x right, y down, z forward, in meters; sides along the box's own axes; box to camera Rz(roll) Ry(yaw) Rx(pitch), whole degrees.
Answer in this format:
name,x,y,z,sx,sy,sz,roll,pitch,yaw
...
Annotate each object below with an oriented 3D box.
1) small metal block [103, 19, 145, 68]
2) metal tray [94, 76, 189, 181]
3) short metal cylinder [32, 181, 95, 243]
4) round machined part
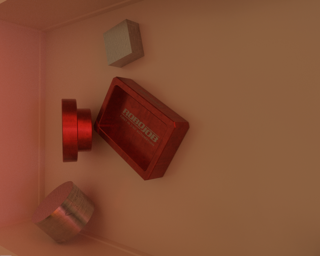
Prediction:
name,x,y,z,sx,sy,sz,roll,pitch,yaw
small metal block,-0.053,-0.121,0.448,0.050,0.025,0.050,-17,80,38
metal tray,-0.031,-0.002,0.427,0.130,0.030,0.089,40,114,32
short metal cylinder,-0.150,0.130,0.483,0.080,0.080,0.050,-21,117,37
round machined part,-0.129,0.004,0.481,0.098,0.042,0.097,179,89,-72
